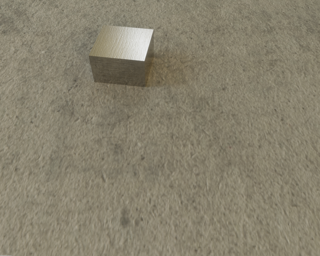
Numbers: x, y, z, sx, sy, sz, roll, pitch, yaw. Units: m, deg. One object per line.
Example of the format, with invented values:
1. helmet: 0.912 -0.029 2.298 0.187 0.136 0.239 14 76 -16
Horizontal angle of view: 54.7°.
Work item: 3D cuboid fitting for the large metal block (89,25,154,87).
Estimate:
1. large metal block: -0.056 -0.113 0.481 0.080 0.050 0.080 7 50 5
